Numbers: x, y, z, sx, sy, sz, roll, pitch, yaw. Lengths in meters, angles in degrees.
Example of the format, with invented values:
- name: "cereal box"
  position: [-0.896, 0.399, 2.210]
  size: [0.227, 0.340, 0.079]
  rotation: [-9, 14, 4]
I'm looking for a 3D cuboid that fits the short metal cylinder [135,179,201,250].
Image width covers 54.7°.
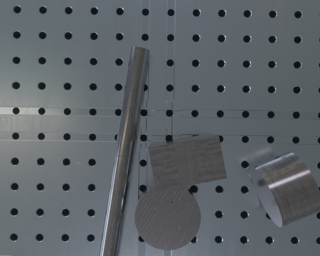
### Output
- name: "short metal cylinder"
  position: [0.010, 0.109, 0.401]
  size: [0.081, 0.050, 0.079]
  rotation: [0, 90, 0]

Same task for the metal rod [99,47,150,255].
- name: "metal rod"
  position: [-0.049, 0.043, 0.412]
  size: [0.025, 0.025, 0.298]
  rotation: [9, 90, 0]

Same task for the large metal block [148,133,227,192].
- name: "large metal block"
  position: [0.031, 0.039, 0.386]
  size: [0.080, 0.080, 0.050]
  rotation: [-11, 90, 0]

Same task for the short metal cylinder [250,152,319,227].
- name: "short metal cylinder"
  position: [0.155, 0.076, 0.387]
  size: [0.050, 0.080, 0.080]
  rotation: [-22, 90, 0]
